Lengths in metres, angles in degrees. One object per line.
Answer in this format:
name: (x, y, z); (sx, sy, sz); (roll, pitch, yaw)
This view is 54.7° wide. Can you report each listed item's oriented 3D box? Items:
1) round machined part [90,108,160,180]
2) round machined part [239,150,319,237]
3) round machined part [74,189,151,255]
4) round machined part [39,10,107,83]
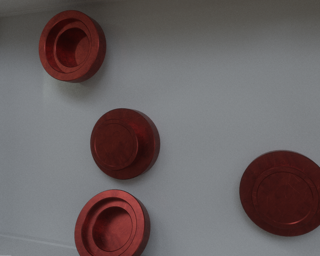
round machined part: (-0.053, 0.022, 0.420); (0.098, 0.042, 0.097); (0, 90, 20)
round machined part: (0.141, 0.075, 0.352); (0.098, 0.042, 0.097); (0, 90, 20)
round machined part: (-0.058, 0.134, 0.409); (0.098, 0.042, 0.098); (-8, 61, 16)
round machined part: (-0.119, -0.113, 0.444); (0.098, 0.042, 0.097); (0, 90, 20)
